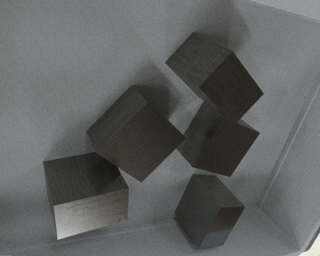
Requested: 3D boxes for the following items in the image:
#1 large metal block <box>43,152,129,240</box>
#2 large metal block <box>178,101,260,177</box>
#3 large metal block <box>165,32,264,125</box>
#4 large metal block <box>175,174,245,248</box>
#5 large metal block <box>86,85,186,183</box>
[{"bbox_3d":[-0.090,0.075,0.371,0.081,0.080,0.050,-9,123,-24],"label":"large metal block"},{"bbox_3d":[0.084,0.018,0.452,0.080,0.050,0.080,19,108,-36],"label":"large metal block"},{"bbox_3d":[0.065,-0.060,0.373,0.050,0.080,0.080,-48,129,5],"label":"large metal block"},{"bbox_3d":[0.077,0.132,0.499,0.050,0.080,0.079,9,114,-33],"label":"large metal block"},{"bbox_3d":[-0.029,0.009,0.383,0.080,0.050,0.080,-45,130,3],"label":"large metal block"}]
